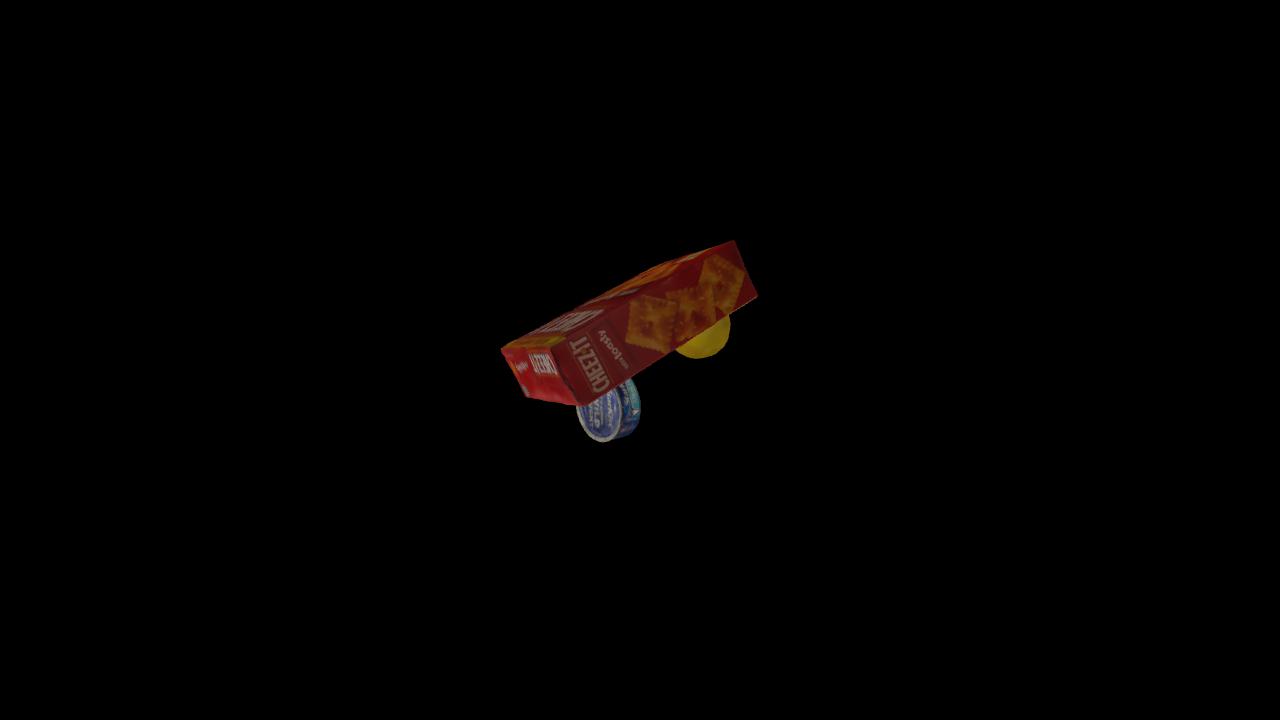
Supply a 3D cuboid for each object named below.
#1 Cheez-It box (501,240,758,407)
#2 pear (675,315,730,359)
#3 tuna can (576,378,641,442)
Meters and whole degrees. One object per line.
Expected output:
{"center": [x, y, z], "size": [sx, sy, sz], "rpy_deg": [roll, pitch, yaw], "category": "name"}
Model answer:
{"center": [-0.015, -0.037, 0.633], "size": [0.223, 0.071, 0.166], "rpy_deg": [-32, 13, -23], "category": "Cheez-It box"}
{"center": [0.046, -0.037, 0.708], "size": [0.111, 0.080, 0.080], "rpy_deg": [-3, 1, -25], "category": "pear"}
{"center": [-0.037, 0.050, 0.706], "size": [0.034, 0.084, 0.084], "rpy_deg": [-10, 6, -41], "category": "tuna can"}
